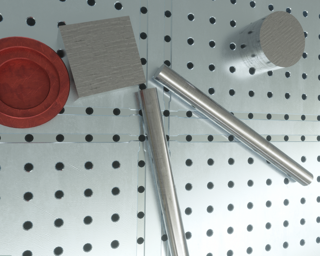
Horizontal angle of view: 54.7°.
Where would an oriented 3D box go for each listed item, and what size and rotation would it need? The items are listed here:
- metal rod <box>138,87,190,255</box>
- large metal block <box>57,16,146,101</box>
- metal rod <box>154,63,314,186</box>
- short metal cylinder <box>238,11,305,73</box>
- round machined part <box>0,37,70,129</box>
[{"bbox_3d":[0.012,0.095,0.418,0.025,0.025,0.298,-13,95,-20],"label":"metal rod"},{"bbox_3d":[-0.071,-0.082,0.374,0.081,0.050,0.080,-16,96,-20],"label":"large metal block"},{"bbox_3d":[0.118,0.004,0.457,0.301,0.025,0.025,34,79,-17],"label":"metal rod"},{"bbox_3d":[0.166,-0.126,0.462,0.081,0.050,0.079,0,90,-20],"label":"short metal cylinder"},{"bbox_3d":[-0.154,-0.048,0.347,0.099,0.042,0.097,0,90,-21],"label":"round machined part"}]
